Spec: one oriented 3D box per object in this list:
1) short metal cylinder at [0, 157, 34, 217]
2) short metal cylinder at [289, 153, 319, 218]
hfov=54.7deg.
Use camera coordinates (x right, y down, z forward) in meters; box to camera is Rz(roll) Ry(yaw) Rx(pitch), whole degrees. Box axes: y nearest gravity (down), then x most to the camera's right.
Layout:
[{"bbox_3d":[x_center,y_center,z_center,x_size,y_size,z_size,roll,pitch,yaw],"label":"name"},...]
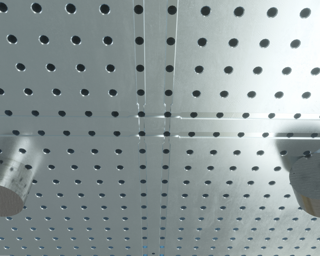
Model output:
[{"bbox_3d":[-0.240,0.090,0.468,0.081,0.050,0.079,0,130,0],"label":"short metal cylinder"},{"bbox_3d":[0.236,0.083,0.450,0.080,0.080,0.050,-21,127,16],"label":"short metal cylinder"}]
